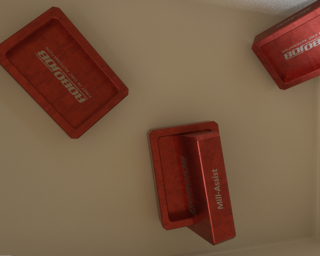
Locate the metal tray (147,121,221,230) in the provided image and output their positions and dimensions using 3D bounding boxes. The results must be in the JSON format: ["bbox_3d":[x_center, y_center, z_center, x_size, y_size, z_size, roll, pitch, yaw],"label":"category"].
[{"bbox_3d":[0.037,0.060,0.410,0.091,0.030,0.129,-9,94,-9],"label":"metal tray"}]

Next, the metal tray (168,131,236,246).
[{"bbox_3d":[0.050,0.070,0.395,0.030,0.090,0.129,-11,94,-21],"label":"metal tray"}]

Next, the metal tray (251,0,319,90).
[{"bbox_3d":[0.209,-0.117,0.432,0.090,0.130,0.030,48,44,-19],"label":"metal tray"}]

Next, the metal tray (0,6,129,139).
[{"bbox_3d":[-0.113,-0.062,0.366,0.090,0.030,0.130,-44,104,-15],"label":"metal tray"}]
